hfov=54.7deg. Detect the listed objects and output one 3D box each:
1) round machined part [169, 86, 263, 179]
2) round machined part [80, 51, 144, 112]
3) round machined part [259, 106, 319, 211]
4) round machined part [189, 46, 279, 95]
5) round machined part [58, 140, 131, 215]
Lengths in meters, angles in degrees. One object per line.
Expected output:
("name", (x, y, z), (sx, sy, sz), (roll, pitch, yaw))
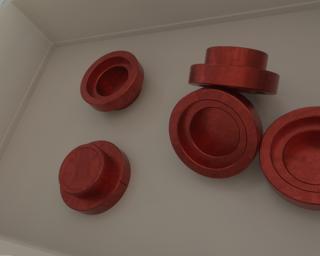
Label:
("round machined part", (0.063, 0.002, 0.338), (0.098, 0.042, 0.097), (10, 111, 28))
("round machined part", (-0.067, -0.066, 0.469), (0.098, 0.042, 0.098), (-13, 56, 20))
("round machined part", (0.149, 0.031, 0.297), (0.098, 0.042, 0.098), (-13, 56, 20))
("round machined part", (0.084, -0.065, 0.350), (0.098, 0.099, 0.042), (11, 97, 32))
("round machined part", (-0.091, 0.059, 0.405), (0.098, 0.042, 0.098), (-13, 56, 20))
